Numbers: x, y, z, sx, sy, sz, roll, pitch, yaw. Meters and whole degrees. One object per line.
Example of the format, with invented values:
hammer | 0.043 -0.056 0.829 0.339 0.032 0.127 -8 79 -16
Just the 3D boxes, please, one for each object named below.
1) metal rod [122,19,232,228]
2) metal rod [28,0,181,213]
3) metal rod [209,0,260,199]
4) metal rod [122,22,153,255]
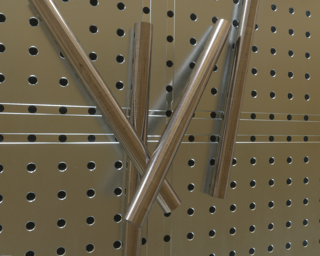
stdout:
metal rod | 0.031 -0.023 0.387 0.025 0.025 0.300 34 66 -17
metal rod | -0.064 -0.029 0.370 0.025 0.025 0.299 -33 94 -17
metal rod | 0.109 -0.048 0.452 0.025 0.025 0.299 12 86 -20
metal rod | -0.029 0.015 0.401 0.025 0.025 0.298 3 89 -20
